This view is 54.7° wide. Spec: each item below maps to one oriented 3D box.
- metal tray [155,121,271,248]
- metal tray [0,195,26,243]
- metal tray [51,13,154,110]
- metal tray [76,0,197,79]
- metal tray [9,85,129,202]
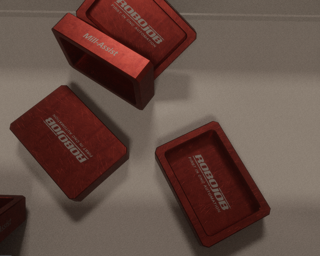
[{"bbox_3d":[0.061,0.067,0.383,0.091,0.030,0.130,-25,72,-9],"label":"metal tray"},{"bbox_3d":[-0.208,0.102,0.314,0.091,0.130,0.030,2,96,0],"label":"metal tray"},{"bbox_3d":[-0.070,-0.083,0.404,0.130,0.090,0.030,32,73,11],"label":"metal tray"},{"bbox_3d":[-0.028,-0.135,0.401,0.130,0.030,0.090,41,111,-19],"label":"metal tray"},{"bbox_3d":[-0.115,0.018,0.399,0.090,0.030,0.130,-42,76,-14],"label":"metal tray"}]
